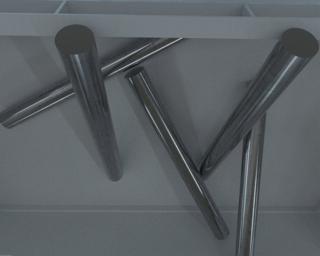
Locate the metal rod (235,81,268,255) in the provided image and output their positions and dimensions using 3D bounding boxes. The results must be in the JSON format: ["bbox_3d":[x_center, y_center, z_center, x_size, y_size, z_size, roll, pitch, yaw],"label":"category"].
[{"bbox_3d":[0.117,0.089,0.405,0.025,0.025,0.298,0,105,0],"label":"metal rod"}]

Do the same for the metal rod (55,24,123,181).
[{"bbox_3d":[-0.062,0.006,0.334,0.025,0.025,0.299,2,155,-2],"label":"metal rod"}]

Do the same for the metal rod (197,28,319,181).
[{"bbox_3d":[0.077,0.007,0.336,0.025,0.025,0.299,4,155,-4],"label":"metal rod"}]

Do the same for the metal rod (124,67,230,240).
[{"bbox_3d":[0.035,0.052,0.424,0.025,0.025,0.299,-20,119,16],"label":"metal rod"}]

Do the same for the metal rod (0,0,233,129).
[{"bbox_3d":[-0.065,-0.066,0.351,0.300,0.025,0.025,-23,127,18],"label":"metal rod"}]
